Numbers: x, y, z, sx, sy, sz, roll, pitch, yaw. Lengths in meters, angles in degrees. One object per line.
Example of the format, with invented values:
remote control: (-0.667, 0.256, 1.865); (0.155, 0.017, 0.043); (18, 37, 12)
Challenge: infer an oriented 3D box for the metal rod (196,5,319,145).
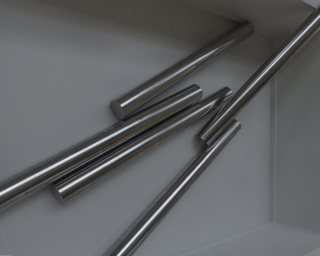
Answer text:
metal rod: (0.166, -0.091, 0.460); (0.300, 0.025, 0.025); (-46, 122, 1)

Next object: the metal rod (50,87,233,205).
metal rod: (0.000, 0.007, 0.406); (0.302, 0.025, 0.025); (-30, 109, -36)

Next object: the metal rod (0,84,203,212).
metal rod: (-0.054, 0.009, 0.361); (0.302, 0.025, 0.025); (-30, 109, -36)

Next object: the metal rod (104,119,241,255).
metal rod: (0.027, 0.081, 0.429); (0.302, 0.025, 0.025); (-42, 116, -32)

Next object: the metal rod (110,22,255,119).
metal rod: (0.050, -0.096, 0.448); (0.302, 0.025, 0.025); (-36, 113, -34)
